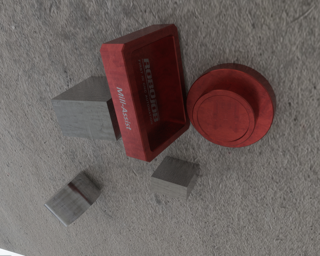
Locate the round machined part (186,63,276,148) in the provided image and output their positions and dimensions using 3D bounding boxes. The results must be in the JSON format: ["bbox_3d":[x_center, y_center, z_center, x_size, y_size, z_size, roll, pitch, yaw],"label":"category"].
[{"bbox_3d":[0.075,-0.019,0.345,0.098,0.042,0.097,13,124,21],"label":"round machined part"}]

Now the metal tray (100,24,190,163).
[{"bbox_3d":[-0.009,-0.039,0.342,0.030,0.091,0.129,11,124,36],"label":"metal tray"}]

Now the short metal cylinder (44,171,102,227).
[{"bbox_3d":[-0.146,0.118,0.521,0.050,0.080,0.080,49,129,-6],"label":"short metal cylinder"}]

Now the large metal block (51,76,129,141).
[{"bbox_3d":[-0.073,-0.028,0.392,0.080,0.080,0.050,4,120,26],"label":"large metal block"}]

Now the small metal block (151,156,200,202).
[{"bbox_3d":[0.021,0.067,0.421,0.050,0.050,0.025,14,124,20],"label":"small metal block"}]
